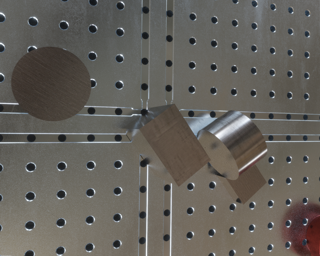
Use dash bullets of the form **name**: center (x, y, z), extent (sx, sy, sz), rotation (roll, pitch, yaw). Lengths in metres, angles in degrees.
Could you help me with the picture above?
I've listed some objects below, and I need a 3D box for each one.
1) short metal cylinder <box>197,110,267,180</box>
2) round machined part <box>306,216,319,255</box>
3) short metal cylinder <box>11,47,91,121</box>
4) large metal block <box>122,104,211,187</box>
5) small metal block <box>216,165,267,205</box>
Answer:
- **short metal cylinder**: center (0.096, 0.023, 0.419), extent (0.050, 0.080, 0.080), rotation (-33, 101, -17)
- **round machined part**: center (0.282, 0.182, 0.508), extent (0.099, 0.042, 0.097), rotation (0, 90, -20)
- **short metal cylinder**: center (-0.123, -0.047, 0.354), extent (0.081, 0.050, 0.079), rotation (0, 90, -20)
- **large metal block**: center (0.005, 0.019, 0.385), extent (0.050, 0.080, 0.080), rotation (-37, 102, -16)
- **small metal block**: center (0.121, 0.075, 0.457), extent (0.050, 0.025, 0.050), rotation (-38, 102, -16)
